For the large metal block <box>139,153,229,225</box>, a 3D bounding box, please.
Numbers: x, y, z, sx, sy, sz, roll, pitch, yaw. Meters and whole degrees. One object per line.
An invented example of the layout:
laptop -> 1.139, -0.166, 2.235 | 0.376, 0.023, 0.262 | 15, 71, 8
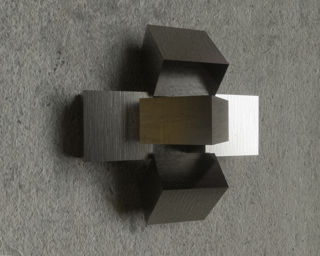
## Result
large metal block -> 0.026, 0.076, 0.385 | 0.081, 0.079, 0.050 | 1, 47, -19

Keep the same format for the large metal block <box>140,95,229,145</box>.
large metal block -> 0.031, -0.008, 0.358 | 0.080, 0.080, 0.050 | 0, 91, 24

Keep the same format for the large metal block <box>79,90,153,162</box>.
large metal block -> -0.055, -0.003, 0.377 | 0.081, 0.050, 0.079 | -1, 90, -21

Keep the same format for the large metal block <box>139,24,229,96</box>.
large metal block -> 0.026, -0.083, 0.385 | 0.081, 0.080, 0.050 | 0, 134, -20

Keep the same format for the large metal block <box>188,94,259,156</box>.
large metal block -> 0.087, -0.004, 0.427 | 0.081, 0.050, 0.079 | 0, 90, -21
